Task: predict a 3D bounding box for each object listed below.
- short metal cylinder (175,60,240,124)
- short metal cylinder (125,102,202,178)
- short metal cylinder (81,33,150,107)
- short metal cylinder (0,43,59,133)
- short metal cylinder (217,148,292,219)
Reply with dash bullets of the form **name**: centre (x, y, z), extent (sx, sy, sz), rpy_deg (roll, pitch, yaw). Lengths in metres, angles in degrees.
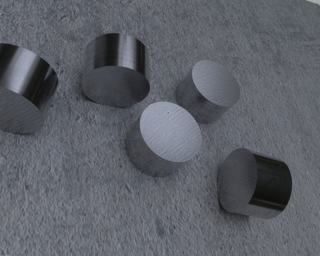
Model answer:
- **short metal cylinder**: centre (0.070, -0.053, 0.457), extent (0.081, 0.050, 0.080), rpy_deg (14, 56, -21)
- **short metal cylinder**: centre (0.004, 0.015, 0.381), extent (0.081, 0.050, 0.080), rpy_deg (14, 56, -21)
- **short metal cylinder**: centre (-0.053, -0.069, 0.382), extent (0.081, 0.080, 0.050), rpy_deg (11, 57, -22)
- **short metal cylinder**: centre (-0.150, -0.037, 0.310), extent (0.081, 0.080, 0.050), rpy_deg (19, 55, -18)
- **short metal cylinder**: centre (0.116, 0.070, 0.388), extent (0.050, 0.080, 0.080), rpy_deg (16, 55, -19)
